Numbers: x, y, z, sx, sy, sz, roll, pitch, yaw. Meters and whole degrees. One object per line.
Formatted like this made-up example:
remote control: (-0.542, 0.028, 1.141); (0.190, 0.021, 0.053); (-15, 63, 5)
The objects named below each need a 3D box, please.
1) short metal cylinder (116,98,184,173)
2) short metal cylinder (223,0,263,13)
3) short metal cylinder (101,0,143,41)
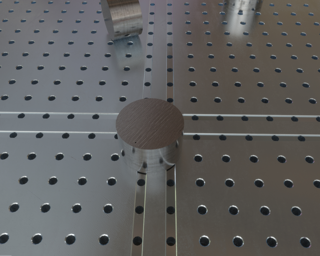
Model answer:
short metal cylinder: (-0.012, 0.009, 0.384); (0.081, 0.050, 0.080); (0, 50, 0)
short metal cylinder: (0.172, -0.277, 0.625); (0.081, 0.050, 0.080); (0, 50, 0)
short metal cylinder: (-0.067, -0.198, 0.537); (0.050, 0.080, 0.080); (-17, 52, -14)
